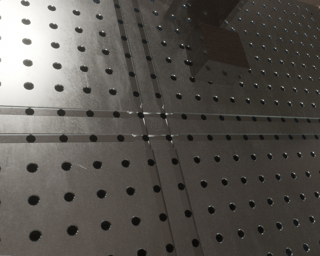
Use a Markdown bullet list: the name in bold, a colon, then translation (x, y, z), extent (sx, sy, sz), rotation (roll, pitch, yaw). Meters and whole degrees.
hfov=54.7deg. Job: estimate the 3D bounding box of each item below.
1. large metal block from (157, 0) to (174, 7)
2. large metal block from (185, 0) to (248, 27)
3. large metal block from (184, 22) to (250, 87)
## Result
- **large metal block**: translation (0.001, -0.283, 0.567), extent (0.080, 0.050, 0.080), rotation (25, 53, -14)
- **large metal block**: translation (0.108, -0.239, 0.579), extent (0.080, 0.080, 0.050), rotation (48, 51, 5)
- **large metal block**: translation (0.094, -0.122, 0.520), extent (0.081, 0.050, 0.080), rotation (6, 59, -26)
